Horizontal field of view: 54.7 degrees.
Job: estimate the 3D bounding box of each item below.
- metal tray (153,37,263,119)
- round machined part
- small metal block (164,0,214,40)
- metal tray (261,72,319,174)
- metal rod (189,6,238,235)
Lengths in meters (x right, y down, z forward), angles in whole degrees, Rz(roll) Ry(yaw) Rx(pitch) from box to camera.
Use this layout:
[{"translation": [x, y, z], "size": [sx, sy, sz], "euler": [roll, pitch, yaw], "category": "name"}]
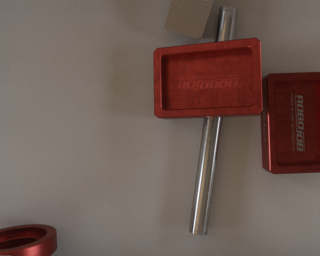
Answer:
[{"translation": [0.059, -0.058, 0.388], "size": [0.130, 0.030, 0.089], "euler": [-2, 87, 17], "category": "metal tray"}, {"translation": [-0.175, 0.153, 0.373], "size": [0.099, 0.098, 0.042], "euler": [-3, 90, -1], "category": "round machined part"}, {"translation": [0.037, -0.148, 0.403], "size": [0.050, 0.025, 0.050], "euler": [17, 113, -1], "category": "small metal block"}, {"translation": [0.184, -0.007, 0.411], "size": [0.091, 0.030, 0.129], "euler": [-2, 90, -1], "category": "metal tray"}, {"translation": [0.071, -0.010, 0.412], "size": [0.025, 0.025, 0.298], "euler": [8, 90, -1], "category": "metal rod"}]
